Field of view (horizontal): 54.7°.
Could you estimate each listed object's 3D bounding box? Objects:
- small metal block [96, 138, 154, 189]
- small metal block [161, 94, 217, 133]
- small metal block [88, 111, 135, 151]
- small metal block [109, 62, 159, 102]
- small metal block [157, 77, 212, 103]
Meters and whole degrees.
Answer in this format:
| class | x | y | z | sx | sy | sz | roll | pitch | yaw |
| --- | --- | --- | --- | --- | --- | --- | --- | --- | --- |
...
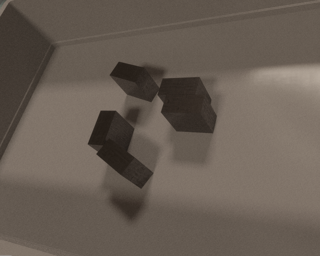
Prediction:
| class | x | y | z | sx | sy | sz | roll | pitch | yaw |
| --- | --- | --- | --- | --- | --- | --- | --- | --- | --- |
| small metal block | -0.043 | 0.044 | 0.384 | 0.050 | 0.050 | 0.025 | 32 | 80 | 37 |
| small metal block | 0.037 | -0.017 | 0.380 | 0.050 | 0.050 | 0.025 | 3 | 64 | 29 |
| small metal block | -0.064 | 0.011 | 0.415 | 0.025 | 0.050 | 0.050 | 2 | 63 | 29 |
| small metal block | -0.036 | -0.066 | 0.448 | 0.050 | 0.050 | 0.025 | 20 | 73 | 35 |
| small metal block | 0.032 | -0.039 | 0.396 | 0.050 | 0.050 | 0.025 | 3 | 63 | 29 |
